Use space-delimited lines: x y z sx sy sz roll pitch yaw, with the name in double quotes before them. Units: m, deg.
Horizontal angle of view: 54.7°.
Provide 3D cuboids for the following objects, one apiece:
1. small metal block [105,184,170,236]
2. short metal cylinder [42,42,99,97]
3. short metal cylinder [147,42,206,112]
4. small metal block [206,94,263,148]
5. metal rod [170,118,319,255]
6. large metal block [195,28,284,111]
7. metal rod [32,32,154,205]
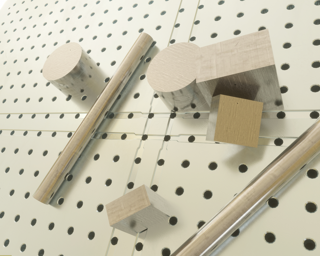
"small metal block" -0.024 0.093 0.348 0.050 0.050 0.025 -30 52 9
"short metal cylinder" -0.153 -0.100 0.534 0.080 0.050 0.080 -13 56 21
"short metal cylinder" 0.029 -0.068 0.418 0.080 0.050 0.080 -13 56 21
"small metal block" 0.082 -0.007 0.343 0.050 0.025 0.050 9 86 -11
"metal rod" 0.102 0.063 0.315 0.300 0.025 0.025 -42 51 -1
"large metal block" 0.093 -0.058 0.359 0.080 0.080 0.050 -11 57 22
"metal rod" -0.094 -0.024 0.472 0.025 0.025 0.300 20 72 35
